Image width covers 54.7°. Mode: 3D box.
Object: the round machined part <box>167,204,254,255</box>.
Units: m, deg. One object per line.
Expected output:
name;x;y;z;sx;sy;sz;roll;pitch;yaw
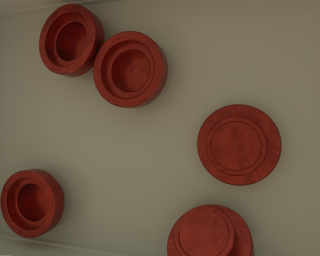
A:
round machined part;0.054;0.130;0.353;0.098;0.042;0.098;-13;43;13

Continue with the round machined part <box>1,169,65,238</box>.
round machined part;-0.185;0.109;0.465;0.098;0.042;0.097;0;90;19

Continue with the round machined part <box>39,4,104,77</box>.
round machined part;-0.119;-0.119;0.438;0.098;0.042;0.097;-2;85;25

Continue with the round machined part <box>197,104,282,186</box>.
round machined part;0.092;0.020;0.369;0.098;0.042;0.097;0;90;19

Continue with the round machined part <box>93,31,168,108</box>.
round machined part;-0.036;-0.075;0.413;0.098;0.042;0.097;0;90;19
